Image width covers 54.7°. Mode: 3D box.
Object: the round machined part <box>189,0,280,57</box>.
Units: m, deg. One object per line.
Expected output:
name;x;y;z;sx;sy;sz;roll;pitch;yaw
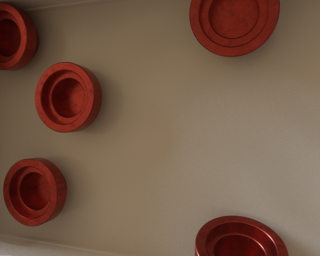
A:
round machined part;0.087;-0.133;0.364;0.098;0.042;0.097;3;102;16

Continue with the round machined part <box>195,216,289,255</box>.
round machined part;0.088;0.147;0.345;0.098;0.098;0.042;9;117;19

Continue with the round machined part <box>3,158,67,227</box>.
round machined part;-0.181;0.093;0.465;0.098;0.042;0.097;0;90;20

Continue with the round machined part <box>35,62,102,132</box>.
round machined part;-0.126;-0.043;0.446;0.098;0.042;0.097;0;90;20

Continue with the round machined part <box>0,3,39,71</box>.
round machined part;-0.229;-0.138;0.479;0.098;0.042;0.097;2;97;19
